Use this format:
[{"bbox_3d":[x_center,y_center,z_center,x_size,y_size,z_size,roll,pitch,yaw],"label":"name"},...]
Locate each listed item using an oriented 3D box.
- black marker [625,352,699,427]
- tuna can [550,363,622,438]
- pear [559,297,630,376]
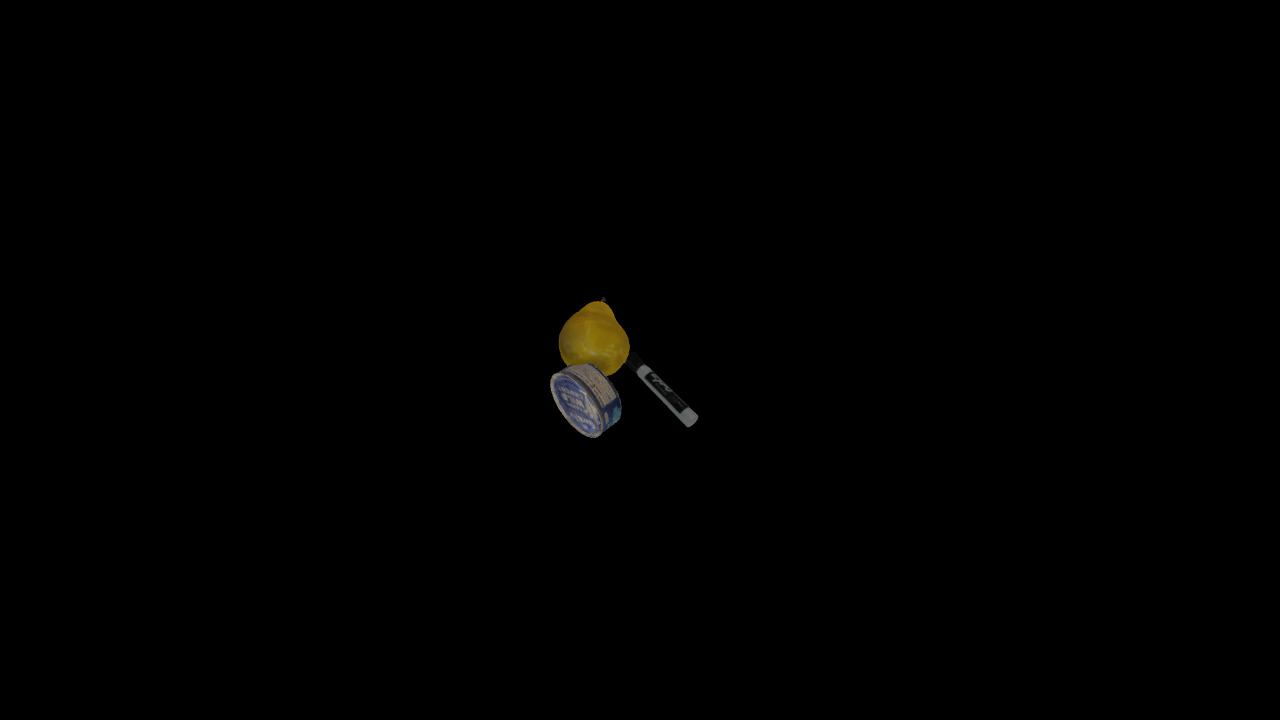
[{"bbox_3d":[0.022,0.032,0.734,0.121,0.020,0.020,45,21,23],"label":"black marker"},{"bbox_3d":[-0.060,0.043,0.680,0.034,0.084,0.084,-35,21,-32],"label":"tuna can"},{"bbox_3d":[-0.052,-0.037,0.699,0.080,0.111,0.080,-3,-34,-2],"label":"pear"}]
